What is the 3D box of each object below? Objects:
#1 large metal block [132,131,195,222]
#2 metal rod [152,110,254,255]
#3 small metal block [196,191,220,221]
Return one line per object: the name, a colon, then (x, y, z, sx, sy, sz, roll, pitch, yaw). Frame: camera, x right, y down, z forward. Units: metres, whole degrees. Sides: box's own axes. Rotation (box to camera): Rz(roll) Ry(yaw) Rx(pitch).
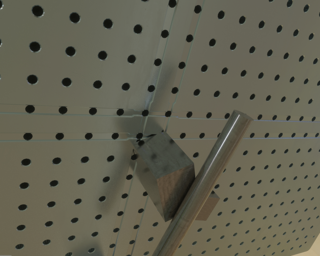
large metal block: (0.007, 0.064, 0.421, 0.050, 0.080, 0.079, -21, 127, -16)
metal rod: (0.033, 0.113, 0.396, 0.025, 0.025, 0.298, 14, 112, -34)
small metal block: (0.067, 0.130, 0.531, 0.050, 0.025, 0.050, 15, 111, -35)
